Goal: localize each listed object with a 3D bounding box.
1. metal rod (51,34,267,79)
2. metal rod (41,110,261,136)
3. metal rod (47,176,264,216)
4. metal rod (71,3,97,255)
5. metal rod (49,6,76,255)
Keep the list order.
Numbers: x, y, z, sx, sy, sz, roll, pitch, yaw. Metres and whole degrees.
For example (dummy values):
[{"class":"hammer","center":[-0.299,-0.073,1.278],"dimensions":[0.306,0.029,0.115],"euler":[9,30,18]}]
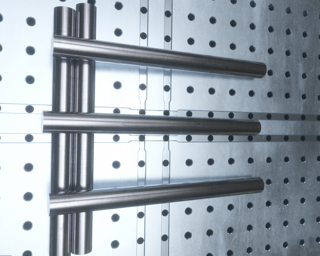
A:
[{"class":"metal rod","center":[0.018,-0.089,0.405],"dimensions":[0.303,0.025,0.025],"euler":[1,90,-26]},{"class":"metal rod","center":[0.009,-0.004,0.401],"dimensions":[0.303,0.025,0.025],"euler":[1,90,-26]},{"class":"metal rod","center":[0.014,0.085,0.404],"dimensions":[0.303,0.025,0.025],"euler":[1,90,-26]},{"class":"metal rod","center":[-0.093,0.001,0.378],"dimensions":[0.025,0.025,0.298],"euler":[1,90,-20]},{"class":"metal rod","center":[-0.117,0.008,0.369],"dimensions":[0.025,0.025,0.298],"euler":[1,90,-20]}]
